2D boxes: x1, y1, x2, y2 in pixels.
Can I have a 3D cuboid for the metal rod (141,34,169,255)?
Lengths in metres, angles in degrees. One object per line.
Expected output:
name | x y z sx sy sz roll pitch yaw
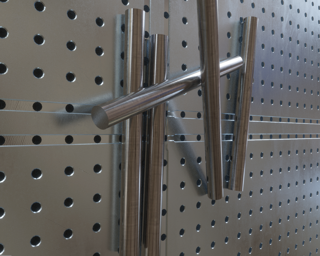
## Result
metal rod | -0.007 0.029 0.405 0.025 0.025 0.298 4 88 -40

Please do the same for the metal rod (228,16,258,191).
metal rod | 0.143 -0.044 0.532 0.025 0.025 0.298 11 83 -40

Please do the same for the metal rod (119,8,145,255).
metal rod | -0.034 0.005 0.382 0.025 0.025 0.298 2 89 -40

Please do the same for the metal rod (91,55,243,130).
metal rod | 0.034 -0.060 0.411 0.302 0.025 0.025 -28 108 -46

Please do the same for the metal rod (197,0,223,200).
metal rod | 0.071 -0.029 0.425 0.025 0.025 0.298 -27 121 -37
